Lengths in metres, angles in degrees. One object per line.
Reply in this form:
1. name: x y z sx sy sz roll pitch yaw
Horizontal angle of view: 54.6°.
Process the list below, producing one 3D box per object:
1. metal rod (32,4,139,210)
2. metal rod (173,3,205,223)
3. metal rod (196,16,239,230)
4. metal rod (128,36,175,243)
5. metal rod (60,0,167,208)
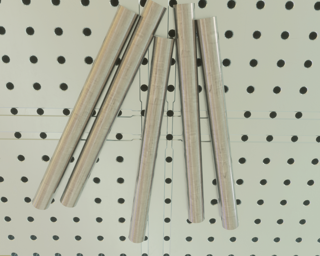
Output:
1. metal rod: -0.105 -0.014 0.407 0.025 0.025 0.298 26 108 -9
2. metal rod: 0.041 -0.005 0.412 0.025 0.025 0.298 -5 110 2
3. metal rod: 0.080 0.008 0.417 0.025 0.025 0.298 -9 110 3
4. metal rod: -0.015 0.029 0.424 0.025 0.025 0.298 7 110 -3
5. metal rod: -0.068 -0.019 0.406 0.025 0.025 0.298 24 108 -9
